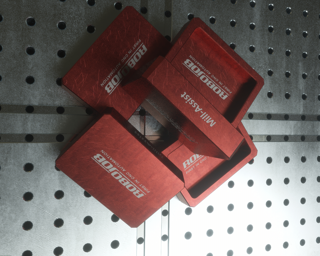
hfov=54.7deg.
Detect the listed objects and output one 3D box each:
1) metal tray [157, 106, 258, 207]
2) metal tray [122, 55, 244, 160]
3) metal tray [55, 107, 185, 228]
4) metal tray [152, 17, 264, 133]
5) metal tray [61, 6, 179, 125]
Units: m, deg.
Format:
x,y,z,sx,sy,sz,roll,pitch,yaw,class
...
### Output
x,y,z,sx,sy,sz,roll,pitch,yaw,class
0.065,0.035,0.434,0.131,0.030,0.090,-35,102,-17,metal tray
0.023,-0.019,0.355,0.130,0.090,0.030,42,77,-16,metal tray
-0.045,0.050,0.374,0.090,0.030,0.130,-43,105,11,metal tray
0.064,-0.065,0.402,0.130,0.030,0.090,38,78,-17,metal tray
-0.048,-0.075,0.392,0.090,0.030,0.130,41,77,-16,metal tray
